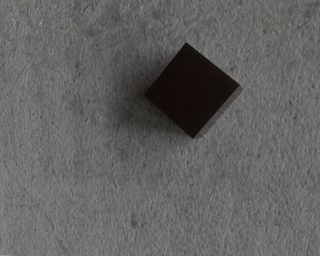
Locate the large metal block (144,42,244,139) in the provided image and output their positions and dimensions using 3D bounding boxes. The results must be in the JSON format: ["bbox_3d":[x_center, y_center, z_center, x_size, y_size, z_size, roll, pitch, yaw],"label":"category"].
[{"bbox_3d":[0.042,-0.044,0.380,0.080,0.050,0.080,43,103,14],"label":"large metal block"}]
